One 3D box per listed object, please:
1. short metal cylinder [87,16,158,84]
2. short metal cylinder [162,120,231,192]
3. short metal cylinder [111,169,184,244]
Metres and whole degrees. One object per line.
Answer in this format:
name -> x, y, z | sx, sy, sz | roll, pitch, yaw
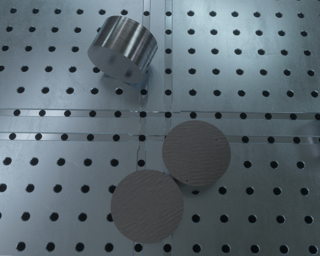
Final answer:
short metal cylinder -> -0.050, -0.104, 0.420 | 0.080, 0.080, 0.050 | 21, 72, 7
short metal cylinder -> 0.043, 0.036, 0.386 | 0.081, 0.050, 0.080 | 0, 70, 0
short metal cylinder -> -0.014, 0.093, 0.364 | 0.081, 0.050, 0.080 | 0, 70, 0
